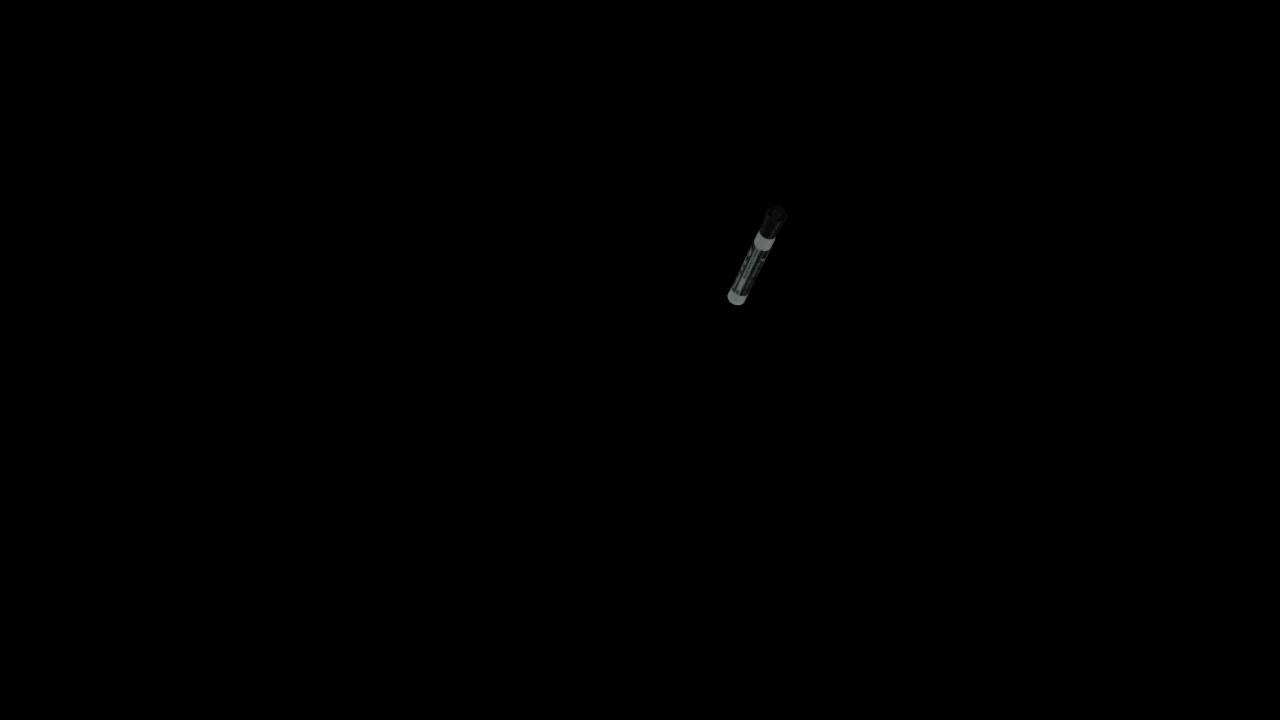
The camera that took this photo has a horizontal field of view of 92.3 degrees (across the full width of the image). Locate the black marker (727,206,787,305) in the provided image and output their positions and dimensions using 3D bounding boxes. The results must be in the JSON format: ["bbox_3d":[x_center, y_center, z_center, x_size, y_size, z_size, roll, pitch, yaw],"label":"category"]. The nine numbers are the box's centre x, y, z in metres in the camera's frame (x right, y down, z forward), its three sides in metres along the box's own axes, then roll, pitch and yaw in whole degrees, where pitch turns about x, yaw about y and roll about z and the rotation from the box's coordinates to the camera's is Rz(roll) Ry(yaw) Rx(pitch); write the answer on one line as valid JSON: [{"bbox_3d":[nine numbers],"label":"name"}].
[{"bbox_3d":[0.108,-0.095,0.571,0.020,0.020,0.121,0,-33,-12],"label":"black marker"}]
